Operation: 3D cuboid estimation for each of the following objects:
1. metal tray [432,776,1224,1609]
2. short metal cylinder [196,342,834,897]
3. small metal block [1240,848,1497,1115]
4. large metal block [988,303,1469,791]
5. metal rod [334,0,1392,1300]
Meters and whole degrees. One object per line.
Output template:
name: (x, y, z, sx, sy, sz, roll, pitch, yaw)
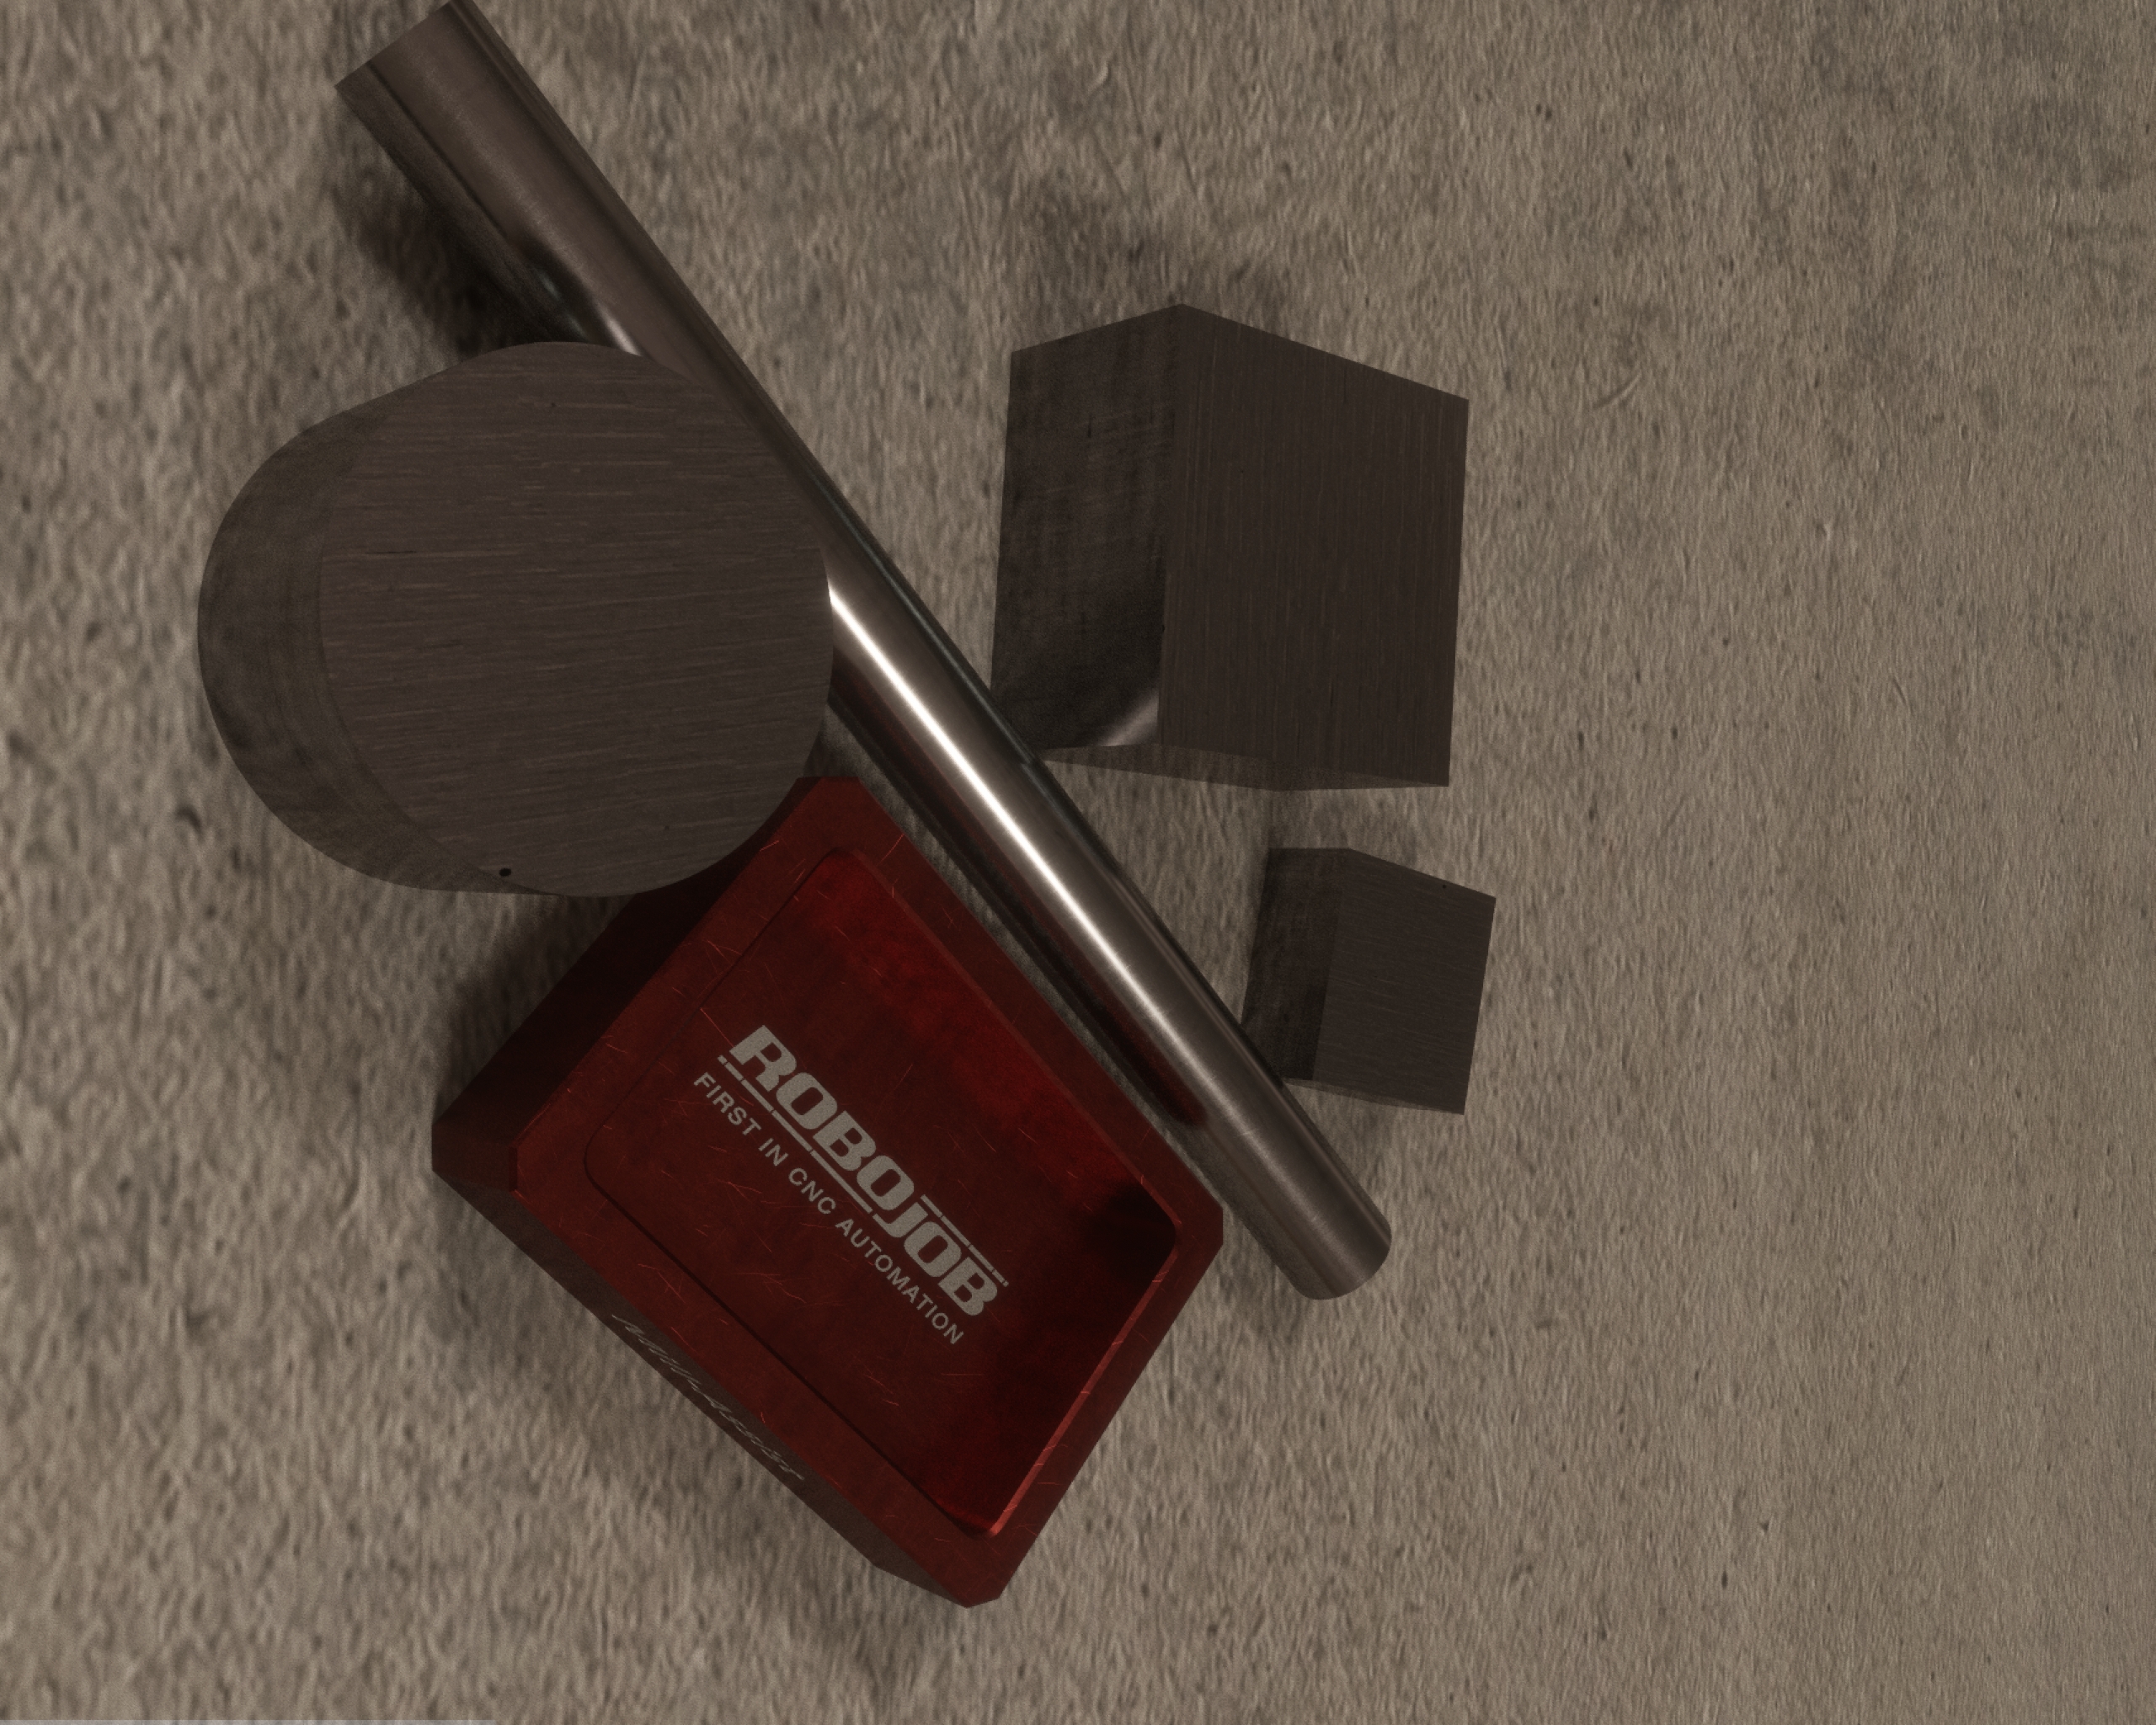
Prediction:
metal tray: (-0.038, 0.059, 0.373, 0.130, 0.030, 0.090, 52, 60, -28)
short metal cylinder: (-0.085, -0.035, 0.320, 0.081, 0.050, 0.079, 0, 90, -40)
small metal block: (0.064, 0.027, 0.463, 0.050, 0.025, 0.050, 17, 79, -39)
large metal block: (0.031, -0.058, 0.418, 0.081, 0.050, 0.080, 6, 87, -40)
metal rod: (-0.023, -0.020, 0.388, 0.025, 0.025, 0.300, -53, 121, -27)
